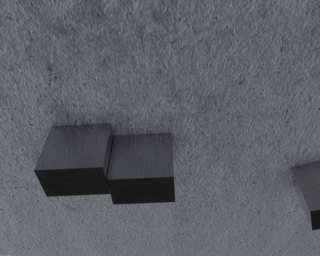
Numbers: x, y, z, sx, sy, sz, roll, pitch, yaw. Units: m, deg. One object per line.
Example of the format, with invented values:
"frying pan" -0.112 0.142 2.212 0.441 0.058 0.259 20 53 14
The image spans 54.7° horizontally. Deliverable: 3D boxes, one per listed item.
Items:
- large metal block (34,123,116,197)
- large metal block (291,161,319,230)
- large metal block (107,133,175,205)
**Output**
"large metal block" -0.104 0.040 0.404 0.080 0.080 0.050 -3 130 2
"large metal block" 0.249 0.094 0.453 0.080 0.080 0.050 -16 128 13
"large metal block" -0.022 0.053 0.416 0.080 0.080 0.050 -3 130 2
